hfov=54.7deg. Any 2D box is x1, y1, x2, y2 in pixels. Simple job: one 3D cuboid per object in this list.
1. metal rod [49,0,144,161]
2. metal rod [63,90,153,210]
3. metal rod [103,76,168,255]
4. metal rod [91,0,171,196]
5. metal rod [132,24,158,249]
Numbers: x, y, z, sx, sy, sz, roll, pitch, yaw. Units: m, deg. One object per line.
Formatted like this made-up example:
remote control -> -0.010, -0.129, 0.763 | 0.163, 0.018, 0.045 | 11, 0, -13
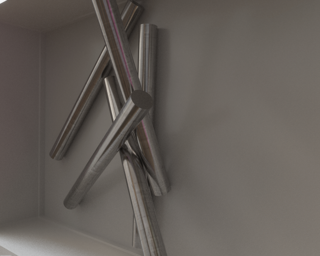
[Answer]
metal rod -> -0.110, -0.062, 0.494 | 0.025, 0.025, 0.298 | 49, 119, 28
metal rod -> -0.086, 0.049, 0.424 | 0.298, 0.025, 0.025 | -49, 60, 46
metal rod -> -0.033, 0.051, 0.387 | 0.025, 0.025, 0.299 | -41, 51, 32
metal rod -> -0.036, -0.054, 0.356 | 0.025, 0.025, 0.298 | 1, 115, 40
metal rod -> -0.021, 0.012, 0.421 | 0.025, 0.025, 0.298 | 3, 92, 39
